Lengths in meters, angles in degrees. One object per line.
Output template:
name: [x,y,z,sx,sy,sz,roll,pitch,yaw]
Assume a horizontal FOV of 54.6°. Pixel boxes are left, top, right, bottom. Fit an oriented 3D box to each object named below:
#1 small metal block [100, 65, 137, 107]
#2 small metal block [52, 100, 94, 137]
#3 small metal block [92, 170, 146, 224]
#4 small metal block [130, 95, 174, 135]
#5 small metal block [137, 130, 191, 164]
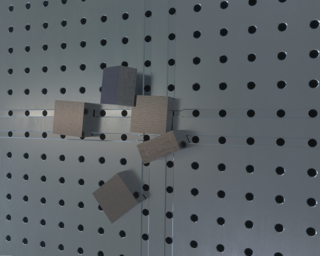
small metal block: [-0.057,-0.056,0.420,0.050,0.025,0.050,9,94,54]
small metal block: [-0.128,-0.014,0.459,0.050,0.025,0.050,6,92,20]
small metal block: [-0.057,0.096,0.433,0.050,0.025,0.050,-40,78,15]
small metal block: [-0.010,-0.018,0.417,0.050,0.025,0.050,4,91,20]
small metal block: [0.006,0.023,0.398,0.050,0.050,0.025,-23,83,18]
